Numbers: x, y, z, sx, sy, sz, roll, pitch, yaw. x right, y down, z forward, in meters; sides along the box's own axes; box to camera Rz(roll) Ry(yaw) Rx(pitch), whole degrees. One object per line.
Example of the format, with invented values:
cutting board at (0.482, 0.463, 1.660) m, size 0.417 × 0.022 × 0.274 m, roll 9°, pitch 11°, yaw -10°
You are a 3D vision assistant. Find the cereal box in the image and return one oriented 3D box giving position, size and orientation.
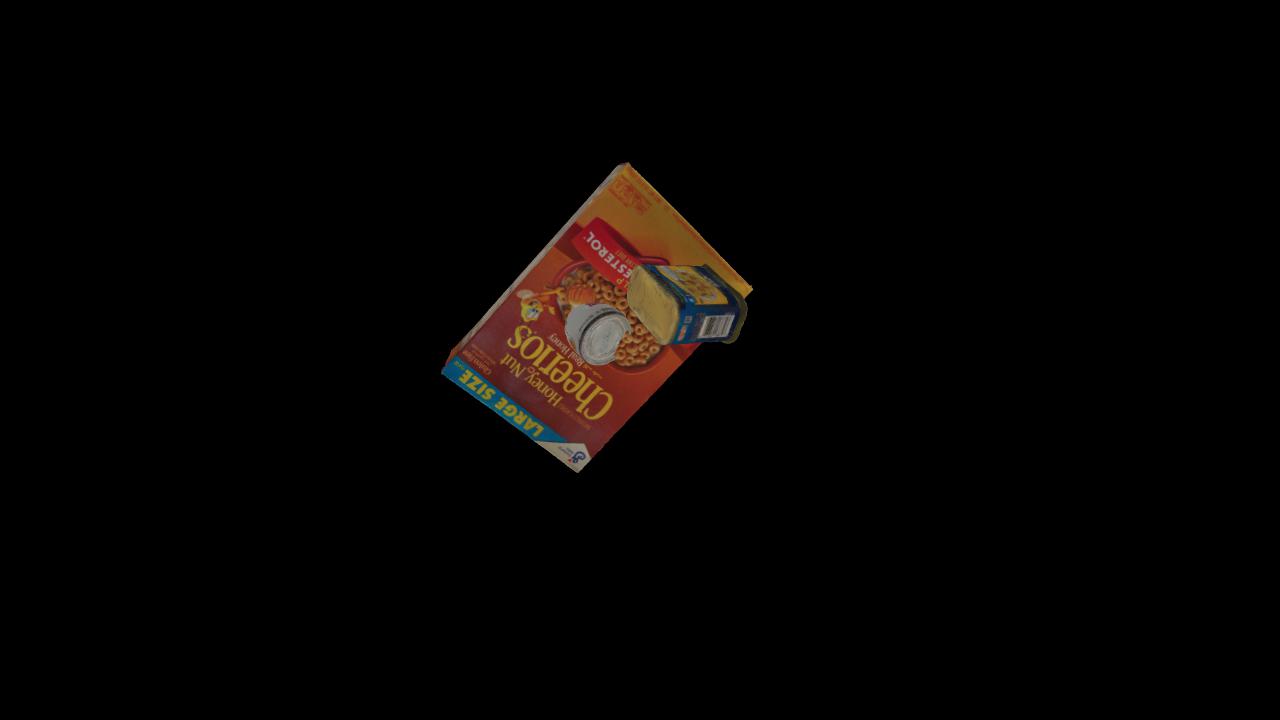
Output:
cereal box at (-0.049, -0.042, 0.710) m, size 0.203 × 0.306 × 0.081 m, roll 41°, pitch 7°, yaw -19°

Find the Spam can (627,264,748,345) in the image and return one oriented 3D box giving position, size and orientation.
Spam can at (0.046, -0.059, 0.639) m, size 0.085 × 0.058 × 0.101 m, roll -5°, pitch 37°, yaw -31°

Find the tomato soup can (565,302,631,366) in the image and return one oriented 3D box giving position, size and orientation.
tomato soup can at (-0.064, -0.046, 0.694) m, size 0.068 × 0.068 × 0.101 m, roll 0°, pitch 31°, yaw -41°
